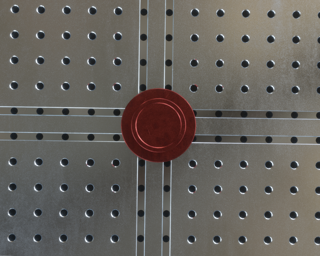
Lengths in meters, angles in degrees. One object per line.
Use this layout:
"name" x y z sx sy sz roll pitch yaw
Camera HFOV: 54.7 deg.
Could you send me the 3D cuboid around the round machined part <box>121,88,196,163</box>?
"round machined part" -0.002 -0.003 0.404 0.099 0.042 0.097 0 90 -1
